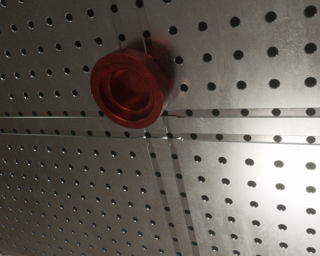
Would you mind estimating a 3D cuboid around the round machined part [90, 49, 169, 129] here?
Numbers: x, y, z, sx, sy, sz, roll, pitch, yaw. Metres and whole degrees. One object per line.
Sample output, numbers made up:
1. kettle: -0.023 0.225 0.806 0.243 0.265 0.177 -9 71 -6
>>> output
1. round machined part: -0.033 -0.051 0.385 0.098 0.042 0.097 13 124 20
